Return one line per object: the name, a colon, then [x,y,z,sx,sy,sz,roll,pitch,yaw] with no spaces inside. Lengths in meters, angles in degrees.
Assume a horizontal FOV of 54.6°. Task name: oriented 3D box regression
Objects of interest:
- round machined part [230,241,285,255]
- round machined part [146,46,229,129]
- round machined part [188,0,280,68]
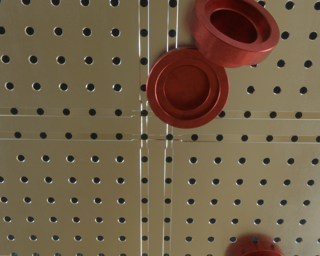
round machined part: [0.158,0.233,0.491,0.099,0.042,0.097,0,110,0]
round machined part: [0.033,-0.052,0.386,0.099,0.042,0.097,0,110,0]
round machined part: [0.078,-0.106,0.346,0.098,0.098,0.042,18,145,-7]
